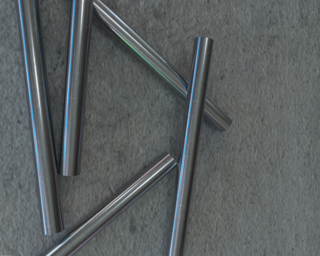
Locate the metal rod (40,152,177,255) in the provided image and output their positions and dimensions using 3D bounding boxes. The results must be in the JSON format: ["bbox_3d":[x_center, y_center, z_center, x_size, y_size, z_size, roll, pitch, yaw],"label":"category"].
[{"bbox_3d":[-0.098,0.132,0.373,0.301,0.025,0.025,-39,103,-16],"label":"metal rod"}]

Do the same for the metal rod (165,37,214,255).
[{"bbox_3d":[0.037,0.035,0.406,0.025,0.025,0.298,6,95,-20],"label":"metal rod"}]

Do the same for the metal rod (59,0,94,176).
[{"bbox_3d":[-0.093,-0.093,0.355,0.025,0.025,0.298,4,96,-20],"label":"metal rod"}]

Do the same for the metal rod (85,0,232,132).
[{"bbox_3d":[-0.017,-0.096,0.403,0.301,0.025,0.025,40,77,-16],"label":"metal rod"}]

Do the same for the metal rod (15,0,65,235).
[{"bbox_3d":[-0.140,-0.028,0.357,0.025,0.025,0.298,-6,92,-20],"label":"metal rod"}]
